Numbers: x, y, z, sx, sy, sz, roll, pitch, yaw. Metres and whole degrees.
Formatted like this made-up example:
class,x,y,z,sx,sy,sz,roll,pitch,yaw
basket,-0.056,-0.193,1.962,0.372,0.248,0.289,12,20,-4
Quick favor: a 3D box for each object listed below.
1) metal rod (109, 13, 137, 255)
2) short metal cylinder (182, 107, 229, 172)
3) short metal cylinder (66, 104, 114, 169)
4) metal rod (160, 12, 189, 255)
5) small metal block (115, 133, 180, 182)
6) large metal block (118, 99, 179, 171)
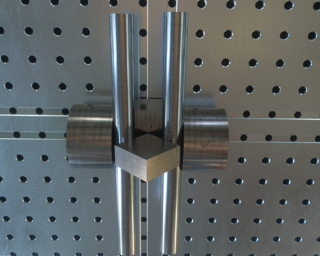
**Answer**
class,x,y,z,sx,sy,sz,roll,pitch,yaw
metal rod,-0.041,0.024,0.365,0.025,0.025,0.298,1,110,-1
short metal cylinder,0.052,0.014,0.385,0.050,0.080,0.079,1,110,0
short metal cylinder,-0.080,0.010,0.383,0.050,0.080,0.079,1,110,-1
metal rod,0.014,0.022,0.365,0.025,0.025,0.298,1,110,-1
small metal block,-0.014,0.030,0.340,0.050,0.050,0.025,19,117,40
large metal block,-0.014,0.008,0.399,0.081,0.050,0.079,1,110,-1
